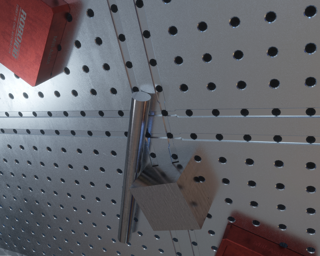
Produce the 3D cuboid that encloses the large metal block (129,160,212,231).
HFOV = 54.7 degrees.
[{"bbox_3d":[0.016,0.099,0.447,0.080,0.050,0.080,-15,111,34],"label":"large metal block"}]

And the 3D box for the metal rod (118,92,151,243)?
[{"bbox_3d":[-0.044,0.080,0.482,0.025,0.025,0.298,21,126,15],"label":"metal rod"}]

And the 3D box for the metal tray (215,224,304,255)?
[{"bbox_3d":[0.147,0.205,0.456,0.130,0.030,0.089,21,126,15],"label":"metal tray"}]

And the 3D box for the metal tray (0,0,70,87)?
[{"bbox_3d":[-0.183,-0.132,0.420,0.090,0.030,0.129,37,129,3],"label":"metal tray"}]
